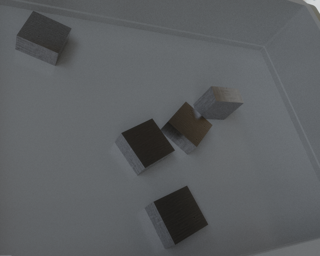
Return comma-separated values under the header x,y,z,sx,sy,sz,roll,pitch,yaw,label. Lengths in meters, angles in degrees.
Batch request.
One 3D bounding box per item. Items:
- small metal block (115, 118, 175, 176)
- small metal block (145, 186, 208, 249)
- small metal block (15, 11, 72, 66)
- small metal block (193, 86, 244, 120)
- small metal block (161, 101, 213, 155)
x,y,z,sx,sy,sz,roll,pitch,yaw,label
-0.019,0.023,0.383,0.050,0.025,0.050,-27,77,-37,small metal block
0.019,0.101,0.355,0.050,0.025,0.050,-18,71,-35,small metal block
-0.148,-0.115,0.396,0.050,0.025,0.050,22,53,-15,small metal block
0.086,-0.036,0.460,0.050,0.050,0.025,1,62,-28,small metal block
0.037,0.000,0.427,0.050,0.025,0.050,42,51,0,small metal block
